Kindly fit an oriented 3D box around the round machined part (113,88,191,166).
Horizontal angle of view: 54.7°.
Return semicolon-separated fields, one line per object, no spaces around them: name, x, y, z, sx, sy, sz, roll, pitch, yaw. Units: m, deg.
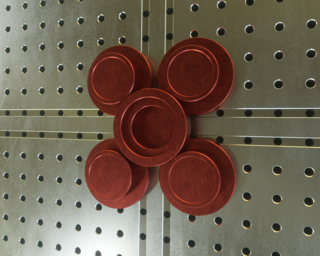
round machined part;-0.007;-0.001;0.403;0.098;0.042;0.097;0;90;19

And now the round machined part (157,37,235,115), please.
round machined part;0.043;-0.065;0.387;0.098;0.042;0.097;0;90;19

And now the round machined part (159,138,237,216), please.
round machined part;0.044;0.062;0.387;0.098;0.042;0.097;0;90;19

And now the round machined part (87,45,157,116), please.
round machined part;-0.058;-0.064;0.422;0.098;0.042;0.097;0;90;19

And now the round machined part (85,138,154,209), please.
round machined part;-0.061;0.063;0.424;0.098;0.042;0.097;0;90;19
